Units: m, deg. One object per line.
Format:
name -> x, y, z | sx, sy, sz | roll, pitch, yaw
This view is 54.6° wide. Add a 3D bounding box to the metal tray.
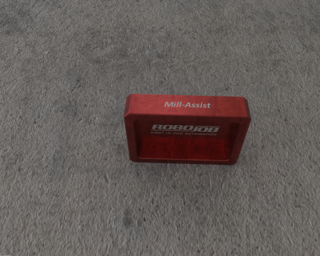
metal tray -> 0.029, 0.004, 0.357 | 0.131, 0.090, 0.030 | 2, 50, 1
